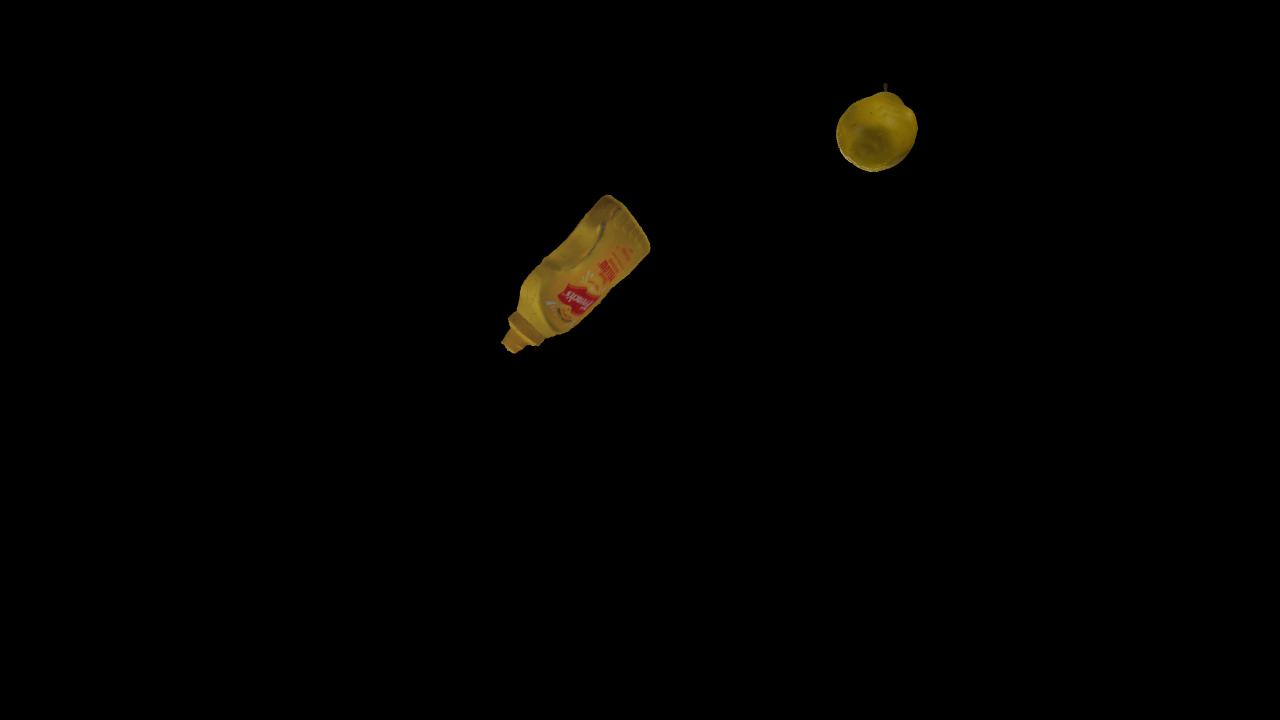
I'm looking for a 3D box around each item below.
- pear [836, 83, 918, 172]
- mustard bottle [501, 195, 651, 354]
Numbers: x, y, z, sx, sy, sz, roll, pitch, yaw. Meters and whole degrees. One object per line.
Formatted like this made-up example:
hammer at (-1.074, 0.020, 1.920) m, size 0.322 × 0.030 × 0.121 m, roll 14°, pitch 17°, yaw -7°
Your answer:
pear at (0.258, -0.253, 0.655) m, size 0.080 × 0.080 × 0.111 m, roll 0°, pitch 44°, yaw 44°
mustard bottle at (-0.073, -0.077, 0.633) m, size 0.054 × 0.184 × 0.092 m, roll 43°, pitch -3°, yaw 24°
